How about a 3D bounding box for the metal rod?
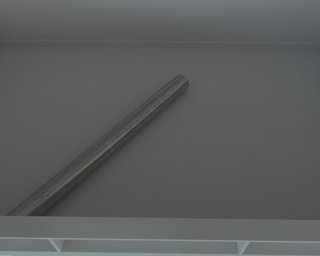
[{"bbox_3d":[-0.063,0.019,0.388,0.025,0.025,0.301,33,57,24],"label":"metal rod"}]
